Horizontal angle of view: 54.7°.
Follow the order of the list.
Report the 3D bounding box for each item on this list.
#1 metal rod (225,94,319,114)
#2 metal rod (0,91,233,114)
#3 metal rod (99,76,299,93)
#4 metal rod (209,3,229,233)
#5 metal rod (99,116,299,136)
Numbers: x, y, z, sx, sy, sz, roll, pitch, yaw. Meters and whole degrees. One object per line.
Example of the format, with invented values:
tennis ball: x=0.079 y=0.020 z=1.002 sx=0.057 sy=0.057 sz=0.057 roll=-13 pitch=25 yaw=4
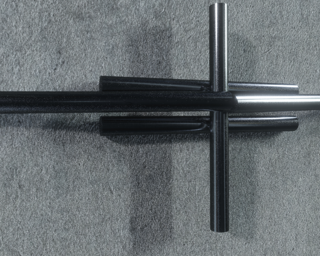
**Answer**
metal rod: x=0.220 y=-0.039 z=0.467 sx=0.303 sy=0.025 sz=0.025 roll=-4 pitch=92 yaw=-30
metal rod: x=-0.062 y=-0.030 z=0.361 sx=0.302 sy=0.025 sz=0.025 roll=-1 pitch=91 yaw=-11
metal rod: x=0.068 y=-0.055 z=0.436 sx=0.303 sy=0.025 sz=0.025 roll=-1 pitch=91 yaw=-21
metal rod: x=0.079 y=-0.013 z=0.414 sx=0.025 sy=0.025 sz=0.298 roll=0 pitch=90 yaw=-20
metal rod: x=0.068 y=-0.005 z=0.436 sx=0.303 sy=0.025 sz=0.025 roll=-1 pitch=91 yaw=-21
